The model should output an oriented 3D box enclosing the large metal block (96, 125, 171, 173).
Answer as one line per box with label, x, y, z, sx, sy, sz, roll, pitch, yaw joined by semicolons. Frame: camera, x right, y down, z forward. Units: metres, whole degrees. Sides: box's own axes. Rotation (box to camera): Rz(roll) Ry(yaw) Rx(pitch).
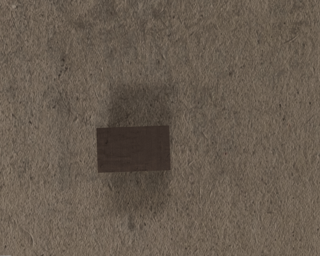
large metal block;-0.029;0.023;0.382;0.081;0.080;0.050;-2;90;-1
